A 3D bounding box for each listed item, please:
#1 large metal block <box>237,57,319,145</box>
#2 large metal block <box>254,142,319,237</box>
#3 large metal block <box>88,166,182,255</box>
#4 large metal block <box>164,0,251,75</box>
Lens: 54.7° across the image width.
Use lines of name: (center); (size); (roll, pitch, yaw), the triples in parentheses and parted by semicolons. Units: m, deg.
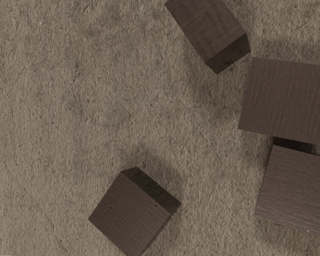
large metal block: (0.138, -0.030, 0.347); (0.080, 0.050, 0.079); (12, 94, 19)
large metal block: (0.156, 0.066, 0.341); (0.080, 0.050, 0.079); (15, 95, 19)
large metal block: (-0.032, 0.109, 0.406); (0.080, 0.050, 0.080); (37, 102, 15)
large metal block: (0.059, -0.115, 0.359); (0.050, 0.080, 0.080); (-35, 79, 16)
